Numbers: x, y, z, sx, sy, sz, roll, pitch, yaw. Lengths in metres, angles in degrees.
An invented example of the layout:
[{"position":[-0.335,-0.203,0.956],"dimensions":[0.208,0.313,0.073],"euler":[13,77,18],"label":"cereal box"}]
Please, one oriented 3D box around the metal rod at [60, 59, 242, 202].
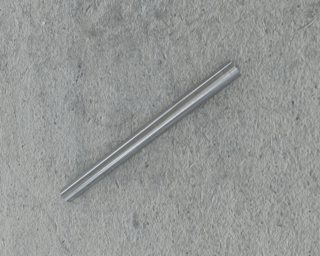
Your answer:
[{"position":[-0.023,0.013,0.419],"dimensions":[0.300,0.025,0.025],"euler":[-37,78,16],"label":"metal rod"}]
